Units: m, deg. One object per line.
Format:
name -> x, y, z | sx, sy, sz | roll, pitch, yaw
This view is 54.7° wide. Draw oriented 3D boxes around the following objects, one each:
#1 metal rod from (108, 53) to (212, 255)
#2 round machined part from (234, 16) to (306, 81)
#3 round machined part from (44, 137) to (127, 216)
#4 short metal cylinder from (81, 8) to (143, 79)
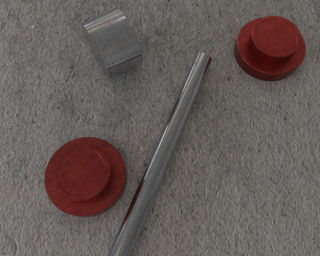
metal rod -> 0.005, 0.030, 0.397 | 0.025, 0.025, 0.300 | 21, 71, 7
round machined part -> 0.160, -0.120, 0.444 | 0.099, 0.042, 0.098 | 0, 70, 0
round machined part -> -0.092, 0.057, 0.378 | 0.099, 0.042, 0.098 | 0, 70, 0
short metal cylinder -> -0.065, -0.113, 0.420 | 0.050, 0.080, 0.080 | -29, 73, -10
